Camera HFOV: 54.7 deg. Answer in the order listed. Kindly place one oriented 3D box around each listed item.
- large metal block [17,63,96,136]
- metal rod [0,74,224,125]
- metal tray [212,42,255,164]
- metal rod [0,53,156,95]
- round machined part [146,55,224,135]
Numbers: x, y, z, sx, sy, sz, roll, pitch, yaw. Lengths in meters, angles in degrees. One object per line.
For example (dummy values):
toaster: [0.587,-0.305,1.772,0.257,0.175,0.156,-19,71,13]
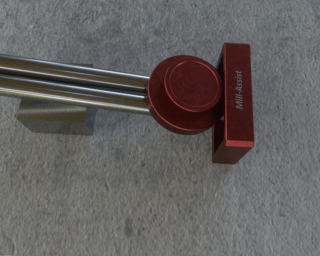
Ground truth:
large metal block: [-0.128,-0.038,0.404,0.081,0.050,0.080,3,70,1]
metal rod: [-0.066,-0.034,0.373,0.302,0.025,0.025,7,70,-11]
metal tray: [0.087,-0.028,0.385,0.030,0.090,0.130,3,70,1]
metal rod: [-0.064,-0.060,0.382,0.302,0.025,0.025,7,70,-12]
round machined part: [0.035,-0.044,0.365,0.099,0.042,0.098,3,72,-11]
